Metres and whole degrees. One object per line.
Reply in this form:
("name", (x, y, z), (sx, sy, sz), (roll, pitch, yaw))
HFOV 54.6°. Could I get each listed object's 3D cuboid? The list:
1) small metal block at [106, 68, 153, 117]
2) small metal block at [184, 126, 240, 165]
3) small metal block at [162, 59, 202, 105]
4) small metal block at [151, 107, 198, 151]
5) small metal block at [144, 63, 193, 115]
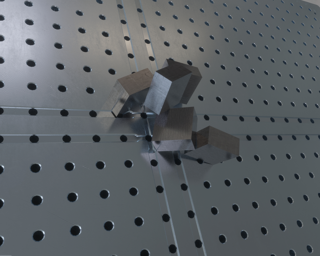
("small metal block", (-0.036, -0.046, 0.400), (0.050, 0.050, 0.025), (-29, 78, -37))
("small metal block", (0.068, 0.024, 0.408), (0.050, 0.050, 0.025), (22, 61, -25))
("small metal block", (0.024, -0.065, 0.441), (0.050, 0.050, 0.025), (11, 40, -23))
("small metal block", (0.020, 0.001, 0.400), (0.050, 0.025, 0.050), (-3, 54, 17))
("small metal block", (0.010, -0.051, 0.395), (0.025, 0.050, 0.050), (35, 38, 18))
